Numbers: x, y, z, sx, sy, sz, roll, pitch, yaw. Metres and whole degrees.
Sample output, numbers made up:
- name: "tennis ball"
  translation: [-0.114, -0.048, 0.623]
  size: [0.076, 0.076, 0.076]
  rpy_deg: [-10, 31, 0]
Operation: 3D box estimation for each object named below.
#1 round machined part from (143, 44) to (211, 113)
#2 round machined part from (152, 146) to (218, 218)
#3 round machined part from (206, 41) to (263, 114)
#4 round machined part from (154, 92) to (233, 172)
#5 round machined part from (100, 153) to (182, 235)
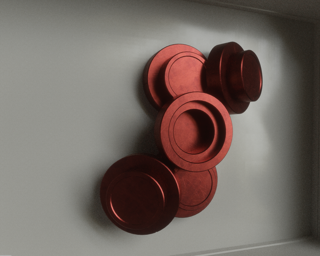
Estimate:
- name: "round machined part"
  translation: [0.030, -0.063, 0.411]
  size: [0.099, 0.042, 0.097]
  rpy_deg: [0, 90, -21]
- name: "round machined part"
  translation: [0.035, 0.072, 0.414]
  size: [0.099, 0.042, 0.097]
  rpy_deg: [0, 90, -21]
- name: "round machined part"
  translation: [0.106, -0.068, 0.417]
  size: [0.099, 0.042, 0.097]
  rpy_deg: [5, 84, -50]
- name: "round machined part"
  translation: [0.039, 0.005, 0.392]
  size: [0.099, 0.042, 0.097]
  rpy_deg: [0, 90, -21]
- name: "round machined part"
  translation: [-0.025, 0.081, 0.369]
  size: [0.098, 0.042, 0.097]
  rpy_deg: [1, 94, 9]
